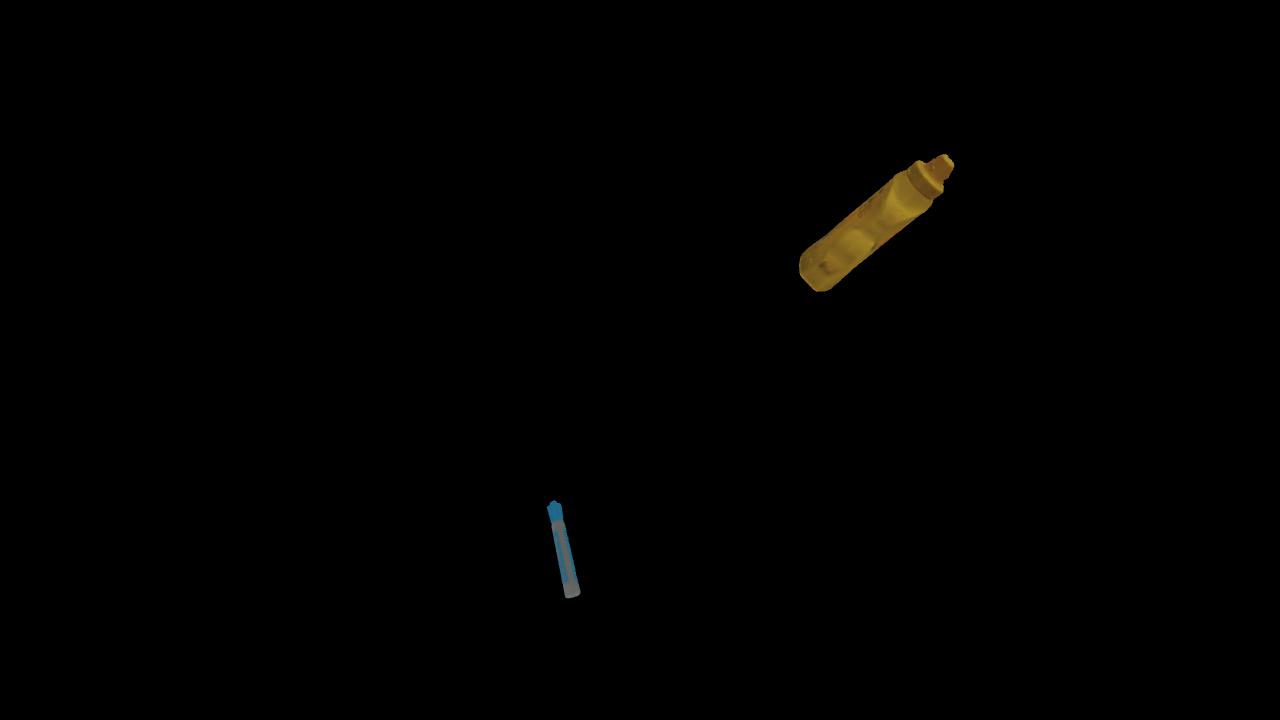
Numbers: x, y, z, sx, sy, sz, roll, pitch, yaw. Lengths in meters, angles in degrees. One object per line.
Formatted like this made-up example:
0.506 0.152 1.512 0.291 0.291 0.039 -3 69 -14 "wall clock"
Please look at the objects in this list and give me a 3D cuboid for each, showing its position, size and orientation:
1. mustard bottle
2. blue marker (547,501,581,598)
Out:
0.259 -0.153 0.672 0.184 0.054 0.092 -44 -5 41 "mustard bottle"
-0.095 0.230 0.758 0.020 0.121 0.020 -13 -34 -9 "blue marker"
